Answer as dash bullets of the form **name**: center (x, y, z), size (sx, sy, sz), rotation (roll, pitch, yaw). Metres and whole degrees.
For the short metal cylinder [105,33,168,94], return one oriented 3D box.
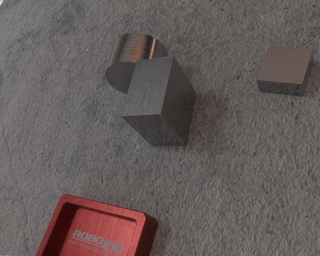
- **short metal cylinder**: center (-0.032, -0.087, 0.439), size (0.080, 0.080, 0.050), rotation (-5, 60, 26)

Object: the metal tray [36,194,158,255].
- **metal tray**: center (-0.076, 0.133, 0.358), size (0.130, 0.030, 0.090), rotation (4, 64, 30)

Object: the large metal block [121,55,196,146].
- **large metal block**: center (0.003, -0.030, 0.386), size (0.050, 0.080, 0.080), rotation (-2, 61, 27)

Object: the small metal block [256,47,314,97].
- **small metal block**: center (0.149, -0.068, 0.367), size (0.050, 0.025, 0.050), rotation (12, 68, 33)
